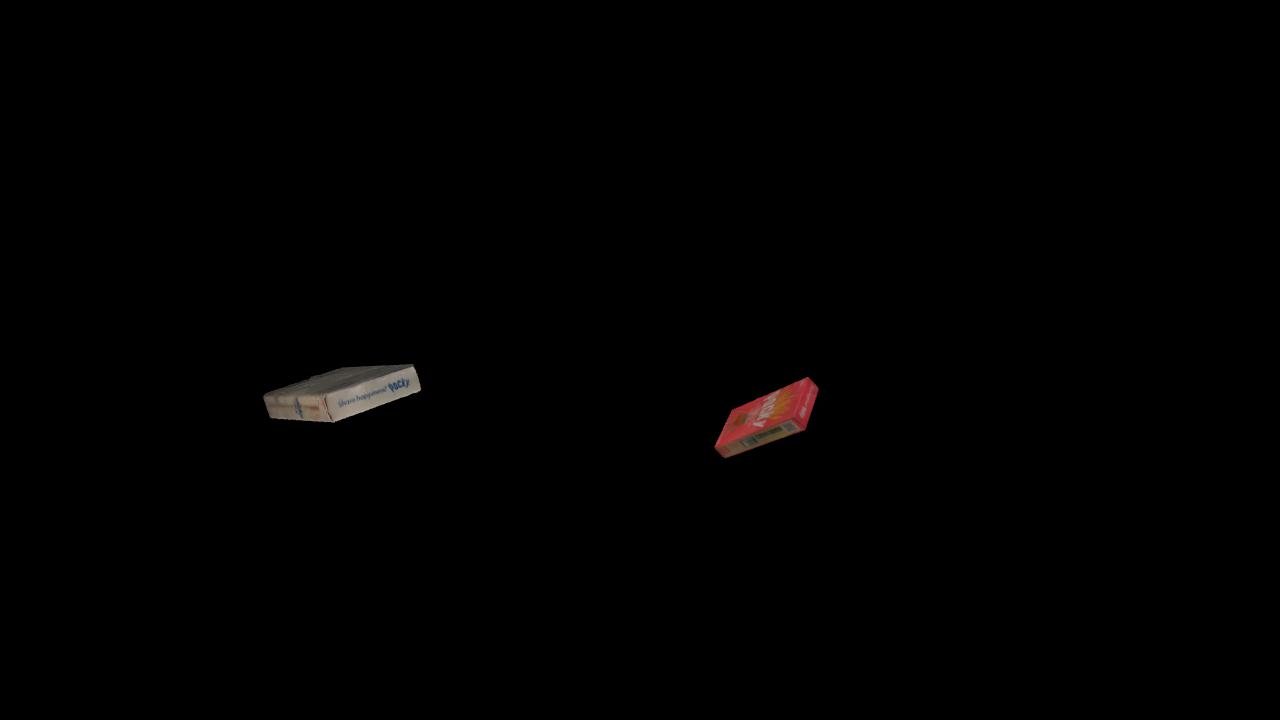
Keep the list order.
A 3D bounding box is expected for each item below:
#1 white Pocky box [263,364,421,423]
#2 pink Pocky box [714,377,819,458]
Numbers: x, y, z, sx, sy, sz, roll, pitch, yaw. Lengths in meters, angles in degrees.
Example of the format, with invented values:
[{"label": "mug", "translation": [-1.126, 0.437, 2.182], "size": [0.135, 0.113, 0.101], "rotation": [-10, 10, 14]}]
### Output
[{"label": "white Pocky box", "translation": [-0.279, 0.029, 0.570], "size": [0.154, 0.028, 0.084], "rotation": [-3, 16, 42]}, {"label": "pink Pocky box", "translation": [0.179, 0.084, 0.879], "size": [0.155, 0.029, 0.084], "rotation": [-31, 19, 46]}]
